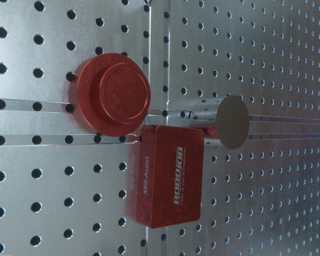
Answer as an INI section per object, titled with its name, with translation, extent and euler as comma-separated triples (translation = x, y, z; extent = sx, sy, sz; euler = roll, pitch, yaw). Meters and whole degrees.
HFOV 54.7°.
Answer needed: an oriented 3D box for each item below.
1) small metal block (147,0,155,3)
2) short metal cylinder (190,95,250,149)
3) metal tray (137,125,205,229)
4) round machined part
[small metal block]
translation = 0.008, -0.193, 0.401
extent = 0.050, 0.050, 0.025
euler = -50, 120, -29
[short metal cylinder]
translation = 0.092, -0.008, 0.473
extent = 0.081, 0.050, 0.079
euler = 0, 89, -40
[metal tray]
translation = 0.017, 0.063, 0.422
extent = 0.091, 0.030, 0.129
euler = 5, 87, -40
[round machined part]
translation = -0.049, -0.038, 0.358
extent = 0.099, 0.042, 0.097
euler = 0, 90, -40
